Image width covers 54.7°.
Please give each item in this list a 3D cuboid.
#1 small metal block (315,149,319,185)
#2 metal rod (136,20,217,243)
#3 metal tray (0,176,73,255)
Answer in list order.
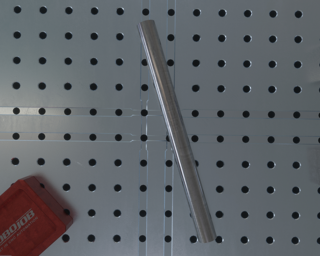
[{"bbox_3d":[0.242,0.051,0.415,0.050,0.025,0.050,-6,90,0],"label":"small metal block"},{"bbox_3d":[0.022,0.005,0.413,0.025,0.025,0.298,-16,90,0],"label":"metal rod"},{"bbox_3d":[-0.195,0.139,0.409,0.130,0.030,0.090,-42,90,0],"label":"metal tray"}]
